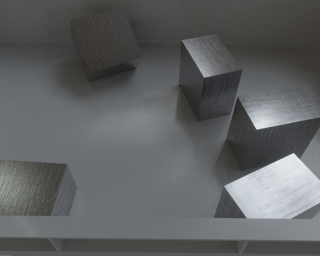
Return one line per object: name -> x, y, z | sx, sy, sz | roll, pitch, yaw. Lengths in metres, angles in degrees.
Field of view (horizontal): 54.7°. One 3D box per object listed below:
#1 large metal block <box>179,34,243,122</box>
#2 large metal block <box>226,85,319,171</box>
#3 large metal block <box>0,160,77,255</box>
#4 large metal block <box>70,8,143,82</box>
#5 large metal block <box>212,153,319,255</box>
large metal block -> 0.065, -0.069, 0.428 | 0.050, 0.080, 0.080 | -14, 51, -11
large metal block -> 0.132, 0.001, 0.369 | 0.081, 0.080, 0.050 | -11, 51, -9
large metal block -> -0.140, 0.082, 0.319 | 0.080, 0.050, 0.080 | 3, 50, 3
large metal block -> -0.082, -0.124, 0.469 | 0.081, 0.050, 0.080 | -20, 88, -16
large metal block -> 0.104, 0.080, 0.302 | 0.081, 0.080, 0.050 | -21, 53, -17
